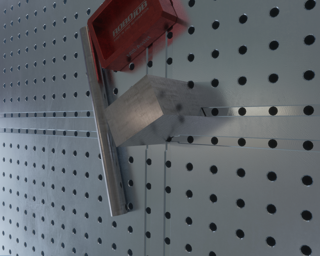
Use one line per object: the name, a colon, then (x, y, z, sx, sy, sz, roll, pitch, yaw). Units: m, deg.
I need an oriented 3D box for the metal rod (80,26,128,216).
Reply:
metal rod: (-0.089, -0.016, 0.482, 0.025, 0.025, 0.299, -19, 78, 38)

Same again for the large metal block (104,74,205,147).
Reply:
large metal block: (-0.007, -0.018, 0.379, 0.080, 0.081, 0.050, -34, 69, 35)

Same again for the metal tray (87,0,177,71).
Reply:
metal tray: (-0.045, -0.153, 0.443, 0.130, 0.030, 0.090, -32, 70, 35)
